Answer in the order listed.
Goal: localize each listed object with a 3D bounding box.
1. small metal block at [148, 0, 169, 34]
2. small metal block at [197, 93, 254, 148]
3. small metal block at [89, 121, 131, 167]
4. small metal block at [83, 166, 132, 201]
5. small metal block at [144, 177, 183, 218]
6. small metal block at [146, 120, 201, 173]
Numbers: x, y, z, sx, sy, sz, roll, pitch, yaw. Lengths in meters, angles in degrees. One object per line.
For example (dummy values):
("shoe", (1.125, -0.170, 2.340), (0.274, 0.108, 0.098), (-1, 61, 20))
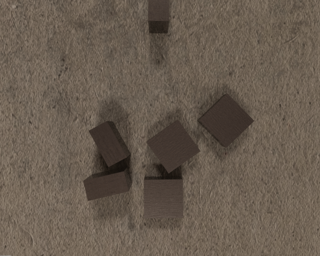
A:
("small metal block", (-0.002, -0.154, 0.397), (0.025, 0.050, 0.050), (1, 90, 0))
("small metal block", (0.086, -0.010, 0.411), (0.050, 0.025, 0.050), (-44, 91, 0))
("small metal block", (-0.063, 0.019, 0.397), (0.025, 0.050, 0.050), (-29, 90, 0))
("small metal block", (-0.065, 0.070, 0.397), (0.050, 0.050, 0.025), (-13, 90, 0))
("small metal block", (0.005, 0.091, 0.410), (0.050, 0.025, 0.050), (-1, 90, -1))
("small metal block", (0.017, 0.024, 0.410), (0.050, 0.025, 0.050), (-35, 90, 0))
